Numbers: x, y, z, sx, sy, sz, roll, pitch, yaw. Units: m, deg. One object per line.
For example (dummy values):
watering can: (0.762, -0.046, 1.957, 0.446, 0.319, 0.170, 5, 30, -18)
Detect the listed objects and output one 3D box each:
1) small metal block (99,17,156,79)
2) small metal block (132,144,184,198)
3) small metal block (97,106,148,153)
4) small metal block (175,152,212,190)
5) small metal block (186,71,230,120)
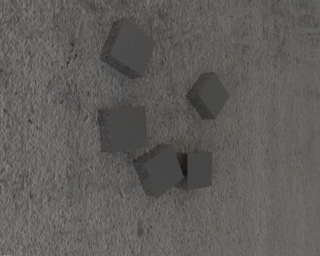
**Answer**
small metal block: (-0.038, -0.094, 0.372, 0.050, 0.025, 0.050, 29, 72, -36)
small metal block: (-0.001, 0.055, 0.403, 0.050, 0.025, 0.050, -31, 110, -36)
small metal block: (-0.044, 0.000, 0.368, 0.050, 0.025, 0.050, -8, 95, -40)
small metal block: (0.049, 0.060, 0.445, 0.050, 0.025, 0.050, 0, 90, -40)
small metal block: (0.073, -0.048, 0.465, 0.050, 0.025, 0.050, 51, 60, -28)
